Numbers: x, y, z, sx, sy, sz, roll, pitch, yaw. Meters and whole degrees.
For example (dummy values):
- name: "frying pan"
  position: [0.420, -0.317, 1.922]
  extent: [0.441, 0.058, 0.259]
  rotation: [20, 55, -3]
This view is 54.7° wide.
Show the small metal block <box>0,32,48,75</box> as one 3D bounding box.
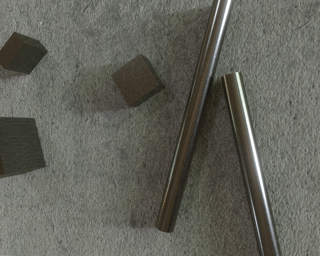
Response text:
- name: "small metal block"
  position: [-0.208, -0.111, 0.467]
  extent: [0.050, 0.050, 0.025]
  rotation: [-45, 76, 14]

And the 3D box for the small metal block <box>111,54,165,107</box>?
- name: "small metal block"
  position: [-0.030, -0.063, 0.418]
  extent: [0.050, 0.025, 0.050]
  rotation: [-33, 80, 16]

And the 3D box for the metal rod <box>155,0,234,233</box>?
- name: "metal rod"
  position: [0.042, -0.013, 0.393]
  extent: [0.025, 0.025, 0.298]
  rotation: [16, 95, 19]

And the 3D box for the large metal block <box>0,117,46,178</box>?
- name: "large metal block"
  position: [-0.224, 0.030, 0.457]
  extent: [0.050, 0.080, 0.080]
  rotation: [-18, 84, 19]

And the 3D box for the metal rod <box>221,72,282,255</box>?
- name: "metal rod"
  position: [0.116, 0.082, 0.367]
  extent: [0.025, 0.025, 0.298]
  rotation: [-13, 86, 19]
